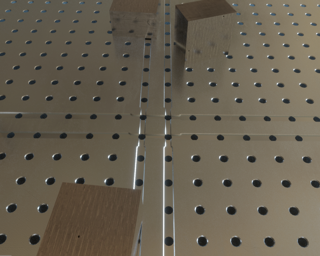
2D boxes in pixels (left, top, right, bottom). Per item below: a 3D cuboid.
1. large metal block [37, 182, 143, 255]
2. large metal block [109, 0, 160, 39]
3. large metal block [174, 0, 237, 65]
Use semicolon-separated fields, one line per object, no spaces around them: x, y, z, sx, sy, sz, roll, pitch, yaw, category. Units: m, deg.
-0.063;0.104;0.303;0.080;0.050;0.080;5;50;3;large metal block
-0.042;-0.211;0.568;0.080;0.050;0.080;4;50;3;large metal block
0.070;-0.158;0.506;0.081;0.080;0.050;-15;52;-13;large metal block
